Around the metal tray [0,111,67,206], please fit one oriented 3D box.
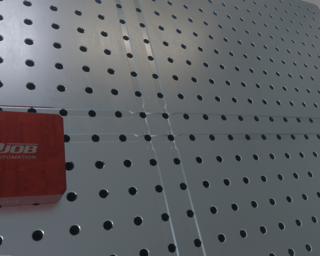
[{"bbox_3d":[-0.162,0.028,0.300,0.131,0.030,0.090,3,61,-27],"label":"metal tray"}]
